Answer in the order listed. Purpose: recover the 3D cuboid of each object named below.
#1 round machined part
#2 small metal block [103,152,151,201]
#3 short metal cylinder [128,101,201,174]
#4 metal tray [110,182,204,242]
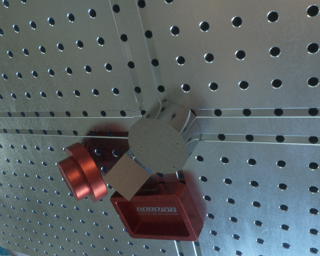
[{"bbox_3d":[-0.126,0.075,0.485,0.098,0.042,0.097,44,150,34],"label":"round machined part"},{"bbox_3d":[-0.048,0.072,0.464,0.050,0.025,0.050,40,89,0],"label":"small metal block"},{"bbox_3d":[0.007,0.012,0.399,0.080,0.050,0.079,13,124,21],"label":"short metal cylinder"},{"bbox_3d":[-0.007,0.135,0.494,0.130,0.030,0.090,-10,114,32],"label":"metal tray"}]
